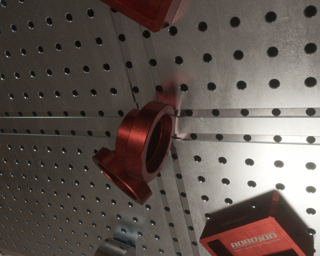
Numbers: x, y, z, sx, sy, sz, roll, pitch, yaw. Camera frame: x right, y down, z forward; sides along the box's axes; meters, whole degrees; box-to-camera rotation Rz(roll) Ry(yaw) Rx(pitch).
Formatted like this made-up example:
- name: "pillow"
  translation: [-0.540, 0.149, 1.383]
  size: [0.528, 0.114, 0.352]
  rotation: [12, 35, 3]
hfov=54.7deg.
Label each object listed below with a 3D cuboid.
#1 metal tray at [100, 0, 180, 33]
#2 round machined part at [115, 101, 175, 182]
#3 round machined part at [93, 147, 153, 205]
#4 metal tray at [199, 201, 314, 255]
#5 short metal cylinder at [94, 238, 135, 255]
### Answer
- name: "metal tray"
  translation: [-0.035, -0.171, 0.318]
  size: [0.130, 0.030, 0.089]
  rotation: [32, 128, 6]
- name: "round machined part"
  translation: [-0.020, 0.013, 0.381]
  size: [0.042, 0.098, 0.097]
  rotation: [16, 125, 19]
- name: "round machined part"
  translation: [-0.047, 0.061, 0.442]
  size: [0.098, 0.042, 0.098]
  rotation: [38, 161, 16]
- name: "metal tray"
  translation: [0.133, 0.164, 0.438]
  size: [0.090, 0.030, 0.130]
  rotation: [49, 128, -7]
- name: "short metal cylinder"
  translation: [-0.087, 0.253, 0.575]
  size: [0.050, 0.080, 0.079]
  rotation: [14, 124, 20]
